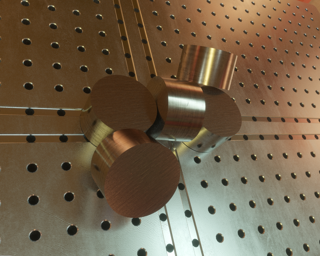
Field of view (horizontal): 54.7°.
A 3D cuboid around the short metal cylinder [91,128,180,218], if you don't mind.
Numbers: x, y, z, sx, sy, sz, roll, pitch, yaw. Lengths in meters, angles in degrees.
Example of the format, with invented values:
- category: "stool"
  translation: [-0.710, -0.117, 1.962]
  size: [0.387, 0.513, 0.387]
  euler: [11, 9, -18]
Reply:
- category: "short metal cylinder"
  translation: [-0.026, 0.046, 0.325]
  size: [0.081, 0.050, 0.079]
  euler: [-9, 110, -25]

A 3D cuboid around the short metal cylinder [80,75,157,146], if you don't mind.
- category: "short metal cylinder"
  translation: [-0.051, -0.017, 0.376]
  size: [0.081, 0.050, 0.080]
  euler: [14, 56, -21]

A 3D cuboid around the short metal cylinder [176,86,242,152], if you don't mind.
- category: "short metal cylinder"
  translation: [0.067, -0.012, 0.436]
  size: [0.081, 0.050, 0.080]
  euler: [14, 56, -21]

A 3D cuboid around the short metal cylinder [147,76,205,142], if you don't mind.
- category: "short metal cylinder"
  translation: [0.014, -0.023, 0.396]
  size: [0.050, 0.080, 0.080]
  euler: [5, 60, -26]

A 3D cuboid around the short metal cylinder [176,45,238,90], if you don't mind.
- category: "short metal cylinder"
  translation: [0.068, -0.089, 0.457]
  size: [0.081, 0.080, 0.050]
  euler: [8, 100, -24]
